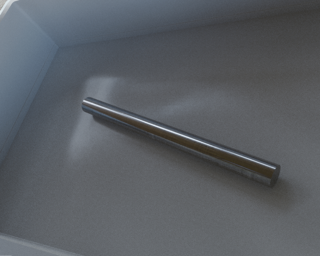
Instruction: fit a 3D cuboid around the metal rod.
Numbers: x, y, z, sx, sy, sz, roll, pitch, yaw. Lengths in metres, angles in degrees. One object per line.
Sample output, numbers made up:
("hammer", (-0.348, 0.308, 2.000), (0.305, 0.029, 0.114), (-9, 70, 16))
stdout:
("metal rod", (0.002, 0.006, 0.400), (0.300, 0.025, 0.025), (20, 73, 35))
